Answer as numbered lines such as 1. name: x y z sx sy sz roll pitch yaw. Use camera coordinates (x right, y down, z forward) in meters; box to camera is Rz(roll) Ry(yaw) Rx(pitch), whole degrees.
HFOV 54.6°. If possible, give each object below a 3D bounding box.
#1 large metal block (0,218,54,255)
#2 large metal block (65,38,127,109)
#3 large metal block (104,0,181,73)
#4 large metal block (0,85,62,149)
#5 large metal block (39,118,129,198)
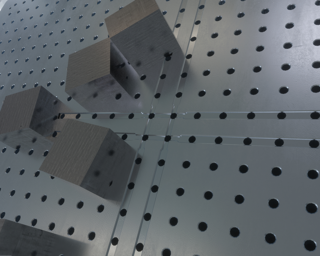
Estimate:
1. large metal block: -0.199 0.146 0.389 0.080 0.080 0.050 -3 61 27
2. large metal block: -0.101 -0.088 0.501 0.080 0.050 0.080 -18 55 18
3. large metal block: -0.026 -0.145 0.477 0.080 0.080 0.050 -27 52 11
4. large metal block: -0.221 -0.016 0.520 0.080 0.050 0.080 -11 57 22
5. large metal block: -0.102 0.040 0.423 0.080 0.050 0.080 12 68 33
